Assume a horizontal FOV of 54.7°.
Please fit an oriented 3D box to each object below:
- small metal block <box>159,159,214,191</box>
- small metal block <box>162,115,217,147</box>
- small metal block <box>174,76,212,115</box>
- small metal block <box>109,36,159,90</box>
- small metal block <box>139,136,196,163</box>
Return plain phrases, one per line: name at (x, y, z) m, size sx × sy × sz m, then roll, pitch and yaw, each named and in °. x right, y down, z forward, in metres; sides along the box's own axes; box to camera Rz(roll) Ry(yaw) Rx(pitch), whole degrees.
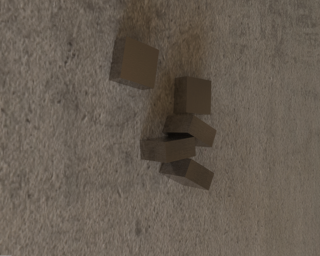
small metal block at (0.036, 0.061, 0.421) m, size 0.050 × 0.050 × 0.025 m, roll 34°, pitch 69°, yaw -35°
small metal block at (0.040, 0.005, 0.424) m, size 0.050 × 0.050 × 0.025 m, roll 30°, pitch 71°, yaw -36°
small metal block at (0.048, -0.045, 0.447) m, size 0.050 × 0.025 × 0.050 m, roll 3°, pitch 88°, yaw -40°
small metal block at (-0.031, -0.078, 0.380) m, size 0.050 × 0.025 × 0.050 m, roll 12°, pitch 82°, yaw -40°
small metal block at (0.010, 0.026, 0.399) m, size 0.050 × 0.050 × 0.025 m, roll -8°, pitch 96°, yaw -40°
